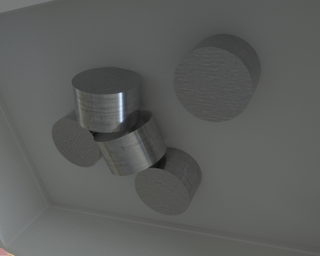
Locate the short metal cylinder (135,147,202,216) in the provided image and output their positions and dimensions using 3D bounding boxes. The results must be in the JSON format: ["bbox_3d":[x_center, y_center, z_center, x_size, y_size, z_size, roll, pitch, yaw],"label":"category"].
[{"bbox_3d":[0.012,0.074,0.431,0.080,0.050,0.079,13,124,20],"label":"short metal cylinder"}]

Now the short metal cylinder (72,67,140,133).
[{"bbox_3d":[-0.065,-0.037,0.383,0.080,0.080,0.050,15,124,19],"label":"short metal cylinder"}]

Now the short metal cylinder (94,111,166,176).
[{"bbox_3d":[-0.038,0.018,0.403,0.080,0.080,0.050,-10,114,32],"label":"short metal cylinder"}]

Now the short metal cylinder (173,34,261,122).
[{"bbox_3d":[0.061,-0.053,0.327,0.080,0.050,0.079,13,124,20],"label":"short metal cylinder"}]

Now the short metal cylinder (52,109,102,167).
[{"bbox_3d":[-0.109,0.010,0.454,0.080,0.050,0.079,13,124,20],"label":"short metal cylinder"}]
